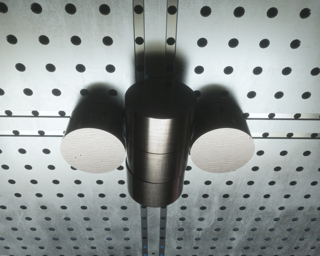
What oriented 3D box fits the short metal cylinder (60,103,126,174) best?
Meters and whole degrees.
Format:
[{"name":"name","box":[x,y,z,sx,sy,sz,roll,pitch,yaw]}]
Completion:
[{"name":"short metal cylinder","box":[-0.084,0.014,0.405,0.081,0.050,0.079,0,130,0]}]

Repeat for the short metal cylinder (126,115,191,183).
[{"name":"short metal cylinder","box":[-0.002,0.023,0.394,0.081,0.080,0.050,2,130,-2]}]

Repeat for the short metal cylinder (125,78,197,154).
[{"name":"short metal cylinder","box":[0.000,-0.016,0.361,0.081,0.080,0.050,2,130,-2]}]

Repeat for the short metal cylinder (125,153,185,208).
[{"name":"short metal cylinder","box":[-0.006,0.062,0.427,0.081,0.080,0.050,1,130,-1]}]

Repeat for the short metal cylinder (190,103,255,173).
[{"name":"short metal cylinder","box":[0.078,0.014,0.408,0.081,0.050,0.079,0,130,0]}]
